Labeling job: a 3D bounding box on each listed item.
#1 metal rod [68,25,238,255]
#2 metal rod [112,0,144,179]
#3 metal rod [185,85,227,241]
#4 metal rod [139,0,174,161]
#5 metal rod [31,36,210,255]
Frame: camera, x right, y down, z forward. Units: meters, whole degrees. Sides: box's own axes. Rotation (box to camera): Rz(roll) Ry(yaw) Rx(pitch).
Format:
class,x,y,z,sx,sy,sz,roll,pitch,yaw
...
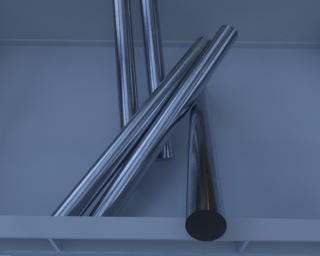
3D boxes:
class,x,y,z,sx,sy,sz,roll,pitch,yaw
metal rod,0.002,0.002,0.342,0.025,0.025,0.300,29,74,22
metal rod,-0.044,-0.084,0.399,0.025,0.025,0.299,-4,74,-4
metal rod,0.043,-0.002,0.325,0.025,0.025,0.301,5,25,4
metal rod,-0.009,-0.107,0.411,0.025,0.025,0.299,-5,77,-4
metal rod,-0.027,0.002,0.348,0.025,0.025,0.301,29,67,22
